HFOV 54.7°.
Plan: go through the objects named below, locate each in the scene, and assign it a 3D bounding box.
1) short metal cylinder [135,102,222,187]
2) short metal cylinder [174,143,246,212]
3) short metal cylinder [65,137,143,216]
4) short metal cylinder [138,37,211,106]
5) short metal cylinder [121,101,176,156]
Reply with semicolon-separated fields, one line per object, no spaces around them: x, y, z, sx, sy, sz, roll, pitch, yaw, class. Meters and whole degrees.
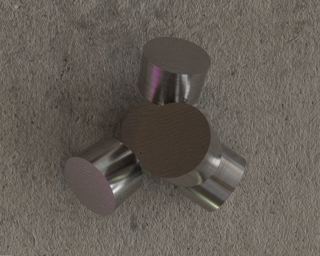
0.021;0.019;0.332;0.080;0.050;0.080;-8;67;21;short metal cylinder
0.061;0.056;0.384;0.050;0.080;0.080;35;90;0;short metal cylinder
-0.068;0.058;0.377;0.080;0.050;0.079;19;125;29;short metal cylinder
0.016;-0.068;0.377;0.080;0.080;0.050;14;133;0;short metal cylinder
-0.006;0.006;0.398;0.081;0.050;0.080;0;90;-1;short metal cylinder
